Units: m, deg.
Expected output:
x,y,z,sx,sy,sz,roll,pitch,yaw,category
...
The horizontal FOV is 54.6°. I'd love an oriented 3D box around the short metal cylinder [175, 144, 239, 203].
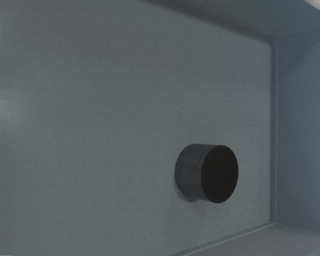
x,y,z,sx,sy,sz,roll,pitch,yaw,category
0.068,0.063,0.446,0.081,0.050,0.080,0,90,-40,short metal cylinder
